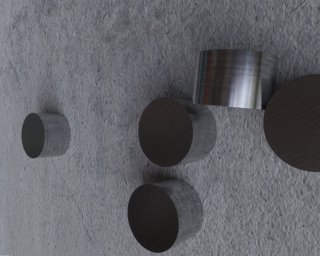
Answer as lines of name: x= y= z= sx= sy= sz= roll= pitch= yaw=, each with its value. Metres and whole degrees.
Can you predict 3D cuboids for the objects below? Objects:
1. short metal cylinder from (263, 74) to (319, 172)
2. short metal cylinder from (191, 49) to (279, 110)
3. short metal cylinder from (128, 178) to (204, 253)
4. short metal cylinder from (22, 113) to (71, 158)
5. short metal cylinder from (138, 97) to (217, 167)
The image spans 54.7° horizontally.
short metal cylinder: x=0.139 y=-0.005 z=0.271 sx=0.080 sy=0.050 sz=0.079 roll=1 pitch=92 yaw=37
short metal cylinder: x=0.073 y=-0.046 z=0.309 sx=0.080 sy=0.081 sz=0.050 roll=9 pitch=96 yaw=39
short metal cylinder: x=0.006 y=0.106 z=0.384 sx=0.080 sy=0.050 sz=0.080 roll=0 pitch=90 yaw=40
short metal cylinder: x=-0.206 y=0.013 z=0.559 sx=0.080 sy=0.050 sz=0.080 roll=0 pitch=90 yaw=40
short metal cylinder: x=0.020 y=0.005 z=0.372 sx=0.080 sy=0.050 sz=0.080 roll=0 pitch=90 yaw=40
